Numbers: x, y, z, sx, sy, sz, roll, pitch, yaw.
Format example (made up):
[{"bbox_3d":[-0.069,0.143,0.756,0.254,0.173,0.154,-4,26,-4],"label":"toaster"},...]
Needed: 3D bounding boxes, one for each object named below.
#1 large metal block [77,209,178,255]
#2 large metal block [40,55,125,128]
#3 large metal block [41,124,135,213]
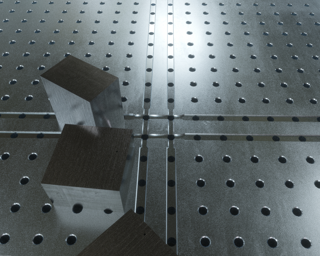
[{"bbox_3d":[-0.028,0.136,0.277,0.080,0.050,0.080,-37,59,-27],"label":"large metal block"},{"bbox_3d":[-0.097,-0.036,0.402,0.080,0.080,0.050,27,55,21],"label":"large metal block"},{"bbox_3d":[-0.076,0.045,0.354,0.080,0.050,0.080,5,50,4],"label":"large metal block"}]
